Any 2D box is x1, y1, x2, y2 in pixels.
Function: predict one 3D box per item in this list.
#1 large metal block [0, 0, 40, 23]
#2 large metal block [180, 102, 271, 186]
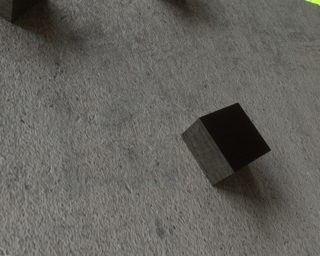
[{"bbox_3d":[-0.201,-0.195,0.399,0.080,0.050,0.080,32,52,-8],"label":"large metal block"},{"bbox_3d":[0.089,0.020,0.423,0.081,0.050,0.080,-21,73,-36],"label":"large metal block"}]
